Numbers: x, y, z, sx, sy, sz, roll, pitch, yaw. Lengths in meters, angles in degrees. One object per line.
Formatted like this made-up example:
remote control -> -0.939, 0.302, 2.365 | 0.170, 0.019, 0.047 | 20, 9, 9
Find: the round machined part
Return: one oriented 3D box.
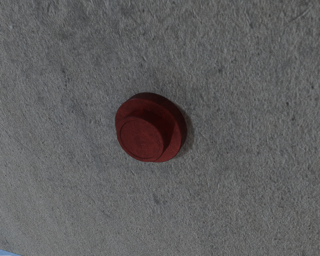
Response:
round machined part -> -0.018, 0.006, 0.408 | 0.098, 0.042, 0.097 | 13, 124, 20
